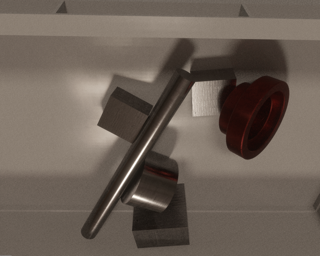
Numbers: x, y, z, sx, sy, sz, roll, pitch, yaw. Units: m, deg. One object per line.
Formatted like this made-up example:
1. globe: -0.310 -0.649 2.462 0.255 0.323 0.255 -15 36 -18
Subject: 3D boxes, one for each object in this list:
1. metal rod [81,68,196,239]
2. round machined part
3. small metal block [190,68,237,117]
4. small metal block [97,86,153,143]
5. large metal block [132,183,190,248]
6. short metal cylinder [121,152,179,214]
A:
1. metal rod: -0.041 0.052 0.410 0.025 0.025 0.298 22 121 -18
2. round machined part: 0.106 -0.015 0.364 0.099 0.042 0.097 -30 135 -35
3. small metal block: 0.063 -0.043 0.374 0.050 0.025 0.050 -4 130 3
4. small metal block: -0.044 -0.016 0.388 0.050 0.025 0.050 28 126 -5
5. large metal block: 0.002 0.138 0.491 0.080 0.080 0.050 -5 130 4
6. short metal cylinder: -0.016 0.074 0.436 0.050 0.080 0.080 22 127 -18
